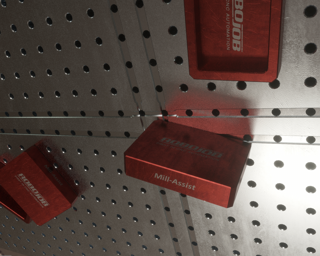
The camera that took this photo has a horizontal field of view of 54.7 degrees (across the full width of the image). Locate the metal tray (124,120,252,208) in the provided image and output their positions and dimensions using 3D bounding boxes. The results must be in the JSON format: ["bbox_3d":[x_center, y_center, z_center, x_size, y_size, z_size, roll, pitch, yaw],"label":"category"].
[{"bbox_3d":[0.034,0.037,0.372,0.130,0.090,0.030,15,124,19],"label":"metal tray"}]

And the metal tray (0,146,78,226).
[{"bbox_3d":[-0.229,0.108,0.574,0.090,0.030,0.130,-33,101,17],"label":"metal tray"}]

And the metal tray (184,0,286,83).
[{"bbox_3d":[0.072,-0.112,0.300,0.090,0.030,0.129,6,121,24],"label":"metal tray"}]

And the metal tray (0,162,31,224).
[{"bbox_3d":[-0.312,0.134,0.651,0.130,0.030,0.089,33,129,6],"label":"metal tray"}]
